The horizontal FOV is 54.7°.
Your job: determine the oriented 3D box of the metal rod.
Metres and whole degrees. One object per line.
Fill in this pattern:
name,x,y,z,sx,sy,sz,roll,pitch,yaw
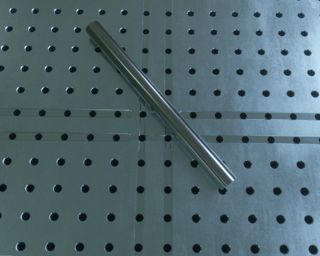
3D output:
metal rod,-0.007,-0.040,0.426,0.025,0.025,0.300,-37,74,-13
